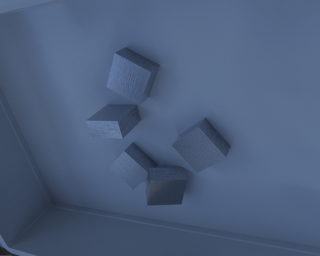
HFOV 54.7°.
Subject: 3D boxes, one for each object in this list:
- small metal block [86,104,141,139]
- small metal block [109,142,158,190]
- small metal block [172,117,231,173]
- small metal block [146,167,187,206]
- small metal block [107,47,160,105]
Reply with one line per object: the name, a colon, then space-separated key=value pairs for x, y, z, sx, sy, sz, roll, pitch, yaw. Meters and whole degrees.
small metal block: x=-0.062 y=-0.010 z=0.419 sx=0.050 sy=0.050 sz=0.025 roll=2 pitch=119 yaw=27
small metal block: x=-0.040 y=0.057 z=0.466 sx=0.050 sy=0.025 sz=0.050 roll=42 pitch=129 yaw=-1
small metal block: x=0.052 y=0.023 z=0.395 sx=0.050 sy=0.025 sz=0.050 roll=48 pitch=129 yaw=-6
small metal block: x=0.008 y=0.083 z=0.441 sx=0.050 sy=0.025 sz=0.050 roll=1 pitch=125 yaw=-10
small metal block: x=-0.034 y=-0.064 z=0.387 sx=0.050 sy=0.025 sz=0.050 roll=29 pitch=128 yaw=9
